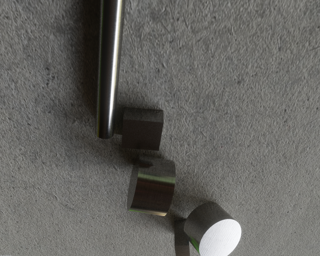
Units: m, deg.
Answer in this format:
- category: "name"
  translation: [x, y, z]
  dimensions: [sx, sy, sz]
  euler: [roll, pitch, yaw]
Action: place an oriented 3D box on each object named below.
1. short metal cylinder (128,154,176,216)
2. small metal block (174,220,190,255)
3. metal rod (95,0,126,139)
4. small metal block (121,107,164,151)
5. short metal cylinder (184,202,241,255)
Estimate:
- category: "short metal cylinder"
  translation: [-0.014, 0.081, 0.440]
  dimensions: [0.050, 0.080, 0.079]
  euler: [12, 129, -10]
- category: "small metal block"
  translation: [0.041, 0.204, 0.565]
  dimensions: [0.025, 0.050, 0.050]
  euler: [-3, 130, 5]
- category: "metal rod"
  translation: [-0.050, -0.106, 0.316]
  dimensions: [0.025, 0.025, 0.298]
  euler: [7, 130, -6]
- category: "small metal block"
  translation: [-0.023, 0.002, 0.409]
  dimensions: [0.050, 0.025, 0.050]
  euler: [5, 130, -5]
- category: "short metal cylinder"
  translation: [0.087, 0.173, 0.517]
  dimensions: [0.081, 0.050, 0.079]
  euler: [-9, 113, -23]
